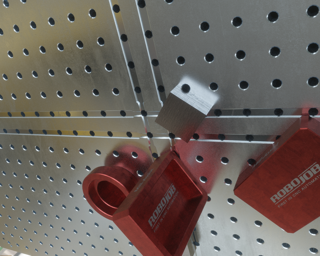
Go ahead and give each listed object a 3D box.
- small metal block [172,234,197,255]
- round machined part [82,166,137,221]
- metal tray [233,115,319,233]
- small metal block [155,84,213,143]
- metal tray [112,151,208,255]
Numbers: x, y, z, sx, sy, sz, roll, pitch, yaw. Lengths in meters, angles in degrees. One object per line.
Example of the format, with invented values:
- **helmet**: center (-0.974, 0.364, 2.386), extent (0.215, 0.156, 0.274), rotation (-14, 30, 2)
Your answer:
- **small metal block**: center (0.028, 0.186, 0.511), extent (0.050, 0.025, 0.050), rotation (-1, 118, 28)
- **round machined part**: center (-0.072, 0.101, 0.501), extent (0.098, 0.042, 0.097), rotation (13, 124, 21)
- **metal tray**: center (0.160, 0.059, 0.360), extent (0.090, 0.030, 0.129), rotation (36, 129, 4)
- **small metal block**: center (0.029, -0.017, 0.385), extent (0.050, 0.025, 0.050), rotation (33, 129, 6)
- **metal tray**: center (0.007, 0.101, 0.402), extent (0.030, 0.131, 0.090), rotation (-31, 101, 38)
